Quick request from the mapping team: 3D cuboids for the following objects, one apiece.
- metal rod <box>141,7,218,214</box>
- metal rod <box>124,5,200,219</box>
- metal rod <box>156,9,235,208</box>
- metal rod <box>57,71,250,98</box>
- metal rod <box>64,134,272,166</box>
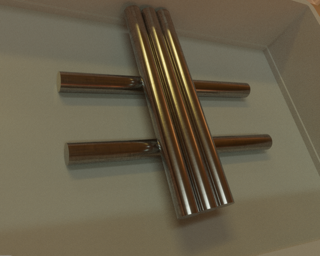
[{"bbox_3d":[0.017,-0.040,0.404,0.025,0.025,0.299,-1,62,-29],"label":"metal rod"},{"bbox_3d":[-0.005,-0.038,0.391,0.025,0.025,0.299,-1,62,-29],"label":"metal rod"},{"bbox_3d":[0.038,-0.042,0.417,0.025,0.025,0.299,-1,62,-29],"label":"metal rod"},{"bbox_3d":[0.010,-0.060,0.446,0.303,0.025,0.025,-2,63,-29],"label":"metal rod"},{"bbox_3d":[0.032,0.025,0.406,0.303,0.025,0.025,-1,63,-29],"label":"metal rod"}]
